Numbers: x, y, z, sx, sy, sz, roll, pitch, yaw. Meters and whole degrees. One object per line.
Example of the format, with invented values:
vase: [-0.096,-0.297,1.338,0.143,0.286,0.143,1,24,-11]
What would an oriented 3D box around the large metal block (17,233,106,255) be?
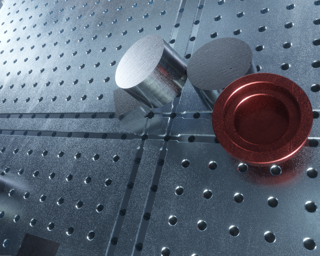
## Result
large metal block: [-0.113,0.166,0.331,0.050,0.080,0.080,3,63,29]

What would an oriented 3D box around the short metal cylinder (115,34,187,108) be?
short metal cylinder: [-0.011,-0.072,0.399,0.080,0.050,0.080,-24,49,31]

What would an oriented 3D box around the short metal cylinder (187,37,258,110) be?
short metal cylinder: [0.080,-0.066,0.391,0.080,0.050,0.080,-13,56,21]

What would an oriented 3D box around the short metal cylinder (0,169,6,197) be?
short metal cylinder: [-0.297,0.091,0.493,0.080,0.050,0.080,-13,56,21]

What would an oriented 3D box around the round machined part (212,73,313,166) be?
round machined part: [0.109,-0.006,0.335,0.098,0.042,0.098,-6,72,18]

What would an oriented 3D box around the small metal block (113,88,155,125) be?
small metal block: [-0.038,-0.039,0.453,0.050,0.025,0.050,-22,53,15]
